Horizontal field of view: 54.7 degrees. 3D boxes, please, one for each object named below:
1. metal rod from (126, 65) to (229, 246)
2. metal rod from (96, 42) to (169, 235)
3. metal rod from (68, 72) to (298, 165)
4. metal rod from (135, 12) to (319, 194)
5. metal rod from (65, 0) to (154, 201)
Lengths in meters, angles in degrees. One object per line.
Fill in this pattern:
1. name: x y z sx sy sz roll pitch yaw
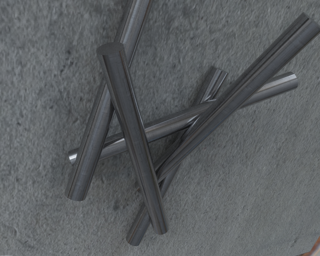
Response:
1. metal rod: 0.018 0.052 0.450 0.025 0.025 0.298 13 112 -34
2. metal rod: -0.022 0.040 0.375 0.025 0.025 0.298 -24 132 -14
3. metal rod: 0.035 -0.012 0.393 0.302 0.025 0.025 -20 127 -7
4. metal rod: 0.057 -0.006 0.367 0.025 0.025 0.298 15 133 -35
5. metal rod: -0.047 -0.057 0.327 0.025 0.025 0.298 12 106 -34
